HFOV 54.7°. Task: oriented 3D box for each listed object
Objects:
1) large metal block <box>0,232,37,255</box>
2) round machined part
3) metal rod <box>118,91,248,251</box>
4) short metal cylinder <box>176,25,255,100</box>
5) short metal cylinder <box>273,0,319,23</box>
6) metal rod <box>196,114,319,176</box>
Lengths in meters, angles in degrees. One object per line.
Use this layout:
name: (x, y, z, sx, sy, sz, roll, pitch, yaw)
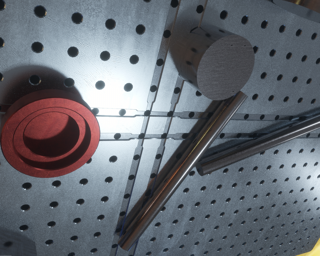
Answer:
large metal block: (-0.215, 0.180, 0.389, 0.080, 0.050, 0.080, -47, 129, 4)
round machined part: (-0.119, 0.003, 0.337, 0.099, 0.042, 0.097, -14, 124, -21)
metal rod: (0.029, 0.067, 0.468, 0.025, 0.025, 0.299, 28, 103, -38)
short metal cylinder: (0.068, -0.081, 0.382, 0.081, 0.050, 0.079, -14, 124, -21)
short metal cylinder: (0.187, -0.164, 0.376, 0.081, 0.080, 0.050, 11, 113, -33)
metal rod: (0.198, 0.018, 0.529, 0.302, 0.025, 0.025, -18, 126, -18)
